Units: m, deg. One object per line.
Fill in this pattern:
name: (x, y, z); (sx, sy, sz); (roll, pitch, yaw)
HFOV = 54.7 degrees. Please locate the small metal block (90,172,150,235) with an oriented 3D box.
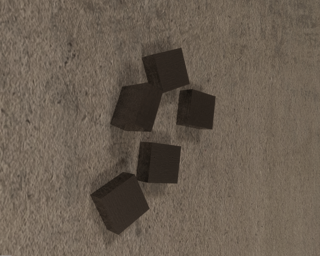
small metal block: (-0.046, 0.088, 0.368); (0.050, 0.025, 0.050); (-33, 111, -35)

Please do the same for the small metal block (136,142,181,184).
small metal block: (-0.001, 0.046, 0.406); (0.050, 0.025, 0.050); (10, 84, -40)

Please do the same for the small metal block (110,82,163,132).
small metal block: (-0.028, -0.023, 0.367); (0.025, 0.050, 0.050); (26, 74, -38)

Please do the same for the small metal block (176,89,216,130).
small metal block: (0.053, -0.026, 0.452); (0.050, 0.025, 0.050); (11, 83, -40)

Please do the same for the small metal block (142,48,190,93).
small metal block: (0.009, -0.076, 0.414); (0.050, 0.025, 0.050); (-24, 105, -38)
